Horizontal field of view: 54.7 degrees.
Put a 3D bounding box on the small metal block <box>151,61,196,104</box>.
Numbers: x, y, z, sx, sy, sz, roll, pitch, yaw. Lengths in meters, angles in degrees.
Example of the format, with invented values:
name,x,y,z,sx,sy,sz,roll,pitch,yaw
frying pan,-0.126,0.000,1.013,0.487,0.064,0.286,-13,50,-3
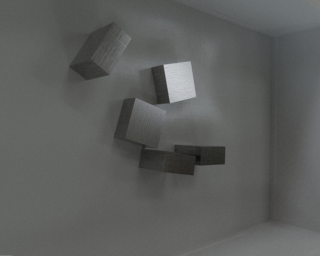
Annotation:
name,x,y,z,sx,sy,sz,roll,pitch,yaw
small metal block,0.020,-0.062,0.423,0.050,0.025,0.050,-17,101,-39

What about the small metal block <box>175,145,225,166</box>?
name,x,y,z,sx,sy,sz,roll,pitch,yaw
small metal block,0.056,0.037,0.437,0.050,0.050,0.025,3,88,-40

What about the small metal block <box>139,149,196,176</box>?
name,x,y,z,sx,sy,sz,roll,pitch,yaw
small metal block,0.009,0.044,0.398,0.050,0.050,0.025,13,82,-39

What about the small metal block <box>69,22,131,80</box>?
name,x,y,z,sx,sy,sz,roll,pitch,yaw
small metal block,-0.065,-0.082,0.335,0.025,0.050,0.050,40,66,-33

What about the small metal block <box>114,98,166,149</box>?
name,x,y,z,sx,sy,sz,roll,pitch,yaw
small metal block,-0.024,-0.005,0.386,0.050,0.025,0.050,22,76,-38
